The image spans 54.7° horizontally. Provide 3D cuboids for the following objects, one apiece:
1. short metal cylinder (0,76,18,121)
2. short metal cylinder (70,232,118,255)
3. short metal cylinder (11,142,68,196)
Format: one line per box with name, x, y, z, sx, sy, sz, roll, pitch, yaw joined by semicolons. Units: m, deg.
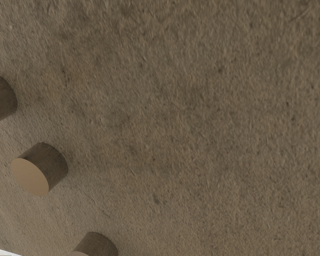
short metal cylinder;-0.286;-0.046;0.510;0.080;0.050;0.079;13;124;20
short metal cylinder;-0.130;0.254;0.614;0.080;0.050;0.079;13;124;20
short metal cylinder;-0.211;0.072;0.543;0.080;0.050;0.079;13;124;20
